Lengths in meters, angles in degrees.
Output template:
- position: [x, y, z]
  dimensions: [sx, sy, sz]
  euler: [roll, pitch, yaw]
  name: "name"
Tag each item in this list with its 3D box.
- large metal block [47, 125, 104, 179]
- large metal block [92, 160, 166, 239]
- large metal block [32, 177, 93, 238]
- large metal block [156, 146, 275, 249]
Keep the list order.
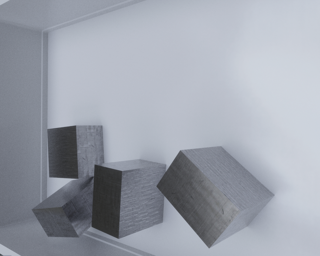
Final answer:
- position: [-0.137, 0.039, 0.504]
  dimensions: [0.080, 0.050, 0.080]
  euler: [-6, 86, 40]
  name: "large metal block"
- position: [-0.039, 0.087, 0.403]
  dimensions: [0.050, 0.081, 0.079]
  euler: [6, 94, 40]
  name: "large metal block"
- position: [-0.129, 0.118, 0.469]
  dimensions: [0.080, 0.080, 0.050]
  euler: [-16, 105, 39]
  name: "large metal block"
- position: [0.058, 0.066, 0.323]
  dimensions: [0.080, 0.081, 0.050]
  euler: [45, 117, 30]
  name: "large metal block"
